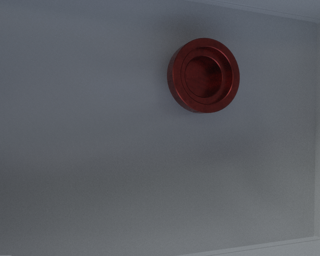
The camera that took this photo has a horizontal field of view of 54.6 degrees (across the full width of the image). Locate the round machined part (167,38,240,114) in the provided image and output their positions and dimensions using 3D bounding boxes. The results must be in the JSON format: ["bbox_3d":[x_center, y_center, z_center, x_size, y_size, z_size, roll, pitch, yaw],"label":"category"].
[{"bbox_3d":[0.055,-0.068,0.421,0.099,0.042,0.097,0,90,-20],"label":"round machined part"}]
